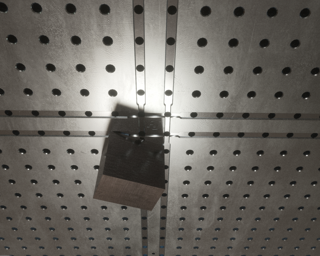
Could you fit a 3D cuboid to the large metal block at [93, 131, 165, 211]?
[{"bbox_3d":[-0.040,0.058,0.425,0.081,0.080,0.050,16,128,-14],"label":"large metal block"}]
